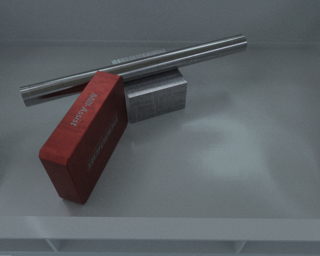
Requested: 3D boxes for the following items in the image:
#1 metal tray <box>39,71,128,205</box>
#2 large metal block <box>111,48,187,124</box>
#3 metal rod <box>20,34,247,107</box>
[{"bbox_3d":[-0.078,0.009,0.354,0.030,0.089,0.130,15,51,12],"label":"metal tray"},{"bbox_3d":[-0.016,-0.061,0.440,0.081,0.050,0.080,-17,52,-14],"label":"large metal block"},{"bbox_3d":[-0.022,-0.079,0.406,0.302,0.025,0.025,-17,52,-15],"label":"metal rod"}]
